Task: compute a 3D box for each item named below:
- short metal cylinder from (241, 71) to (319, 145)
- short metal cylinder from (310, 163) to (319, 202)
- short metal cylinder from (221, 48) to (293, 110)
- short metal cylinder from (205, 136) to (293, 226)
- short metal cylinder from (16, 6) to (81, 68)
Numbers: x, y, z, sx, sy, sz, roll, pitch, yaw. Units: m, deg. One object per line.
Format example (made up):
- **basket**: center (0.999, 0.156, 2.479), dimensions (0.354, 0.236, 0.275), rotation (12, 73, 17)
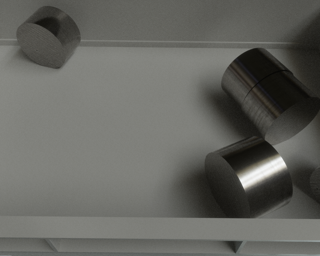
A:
- **short metal cylinder**: center (0.152, -0.024, 0.392), dimensions (0.081, 0.080, 0.050), rotation (-19, 53, -16)
- **short metal cylinder**: center (0.210, 0.056, 0.325), dimensions (0.080, 0.080, 0.050), rotation (37, 59, 26)
- **short metal cylinder**: center (0.132, -0.061, 0.423), dimensions (0.081, 0.080, 0.050), rotation (-19, 53, -16)
- **short metal cylinder**: center (0.090, 0.054, 0.325), dimensions (0.050, 0.080, 0.080), rotation (-20, 53, -16)
- **short metal cylinder**: center (-0.173, -0.142, 0.486), dimensions (0.080, 0.080, 0.050), rotation (14, 51, 11)
